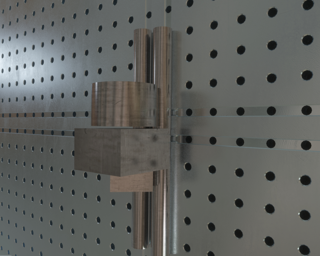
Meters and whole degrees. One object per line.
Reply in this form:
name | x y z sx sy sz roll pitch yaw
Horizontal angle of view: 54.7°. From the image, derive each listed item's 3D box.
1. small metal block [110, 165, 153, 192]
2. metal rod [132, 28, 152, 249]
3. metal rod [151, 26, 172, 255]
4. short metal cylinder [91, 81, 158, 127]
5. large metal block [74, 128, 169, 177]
small metal block | -0.036 0.063 0.391 0.050 0.050 0.025 1 91 -5
metal rod | -0.025 0.015 0.430 0.025 0.025 0.298 1 91 39
metal rod | 0.002 0.020 0.407 0.025 0.025 0.298 1 91 39
short metal cylinder | -0.043 -0.027 0.379 0.080 0.081 0.050 1 91 39
large metal block | -0.046 0.025 0.377 0.080 0.081 0.050 1 91 39
